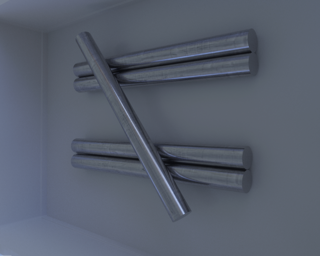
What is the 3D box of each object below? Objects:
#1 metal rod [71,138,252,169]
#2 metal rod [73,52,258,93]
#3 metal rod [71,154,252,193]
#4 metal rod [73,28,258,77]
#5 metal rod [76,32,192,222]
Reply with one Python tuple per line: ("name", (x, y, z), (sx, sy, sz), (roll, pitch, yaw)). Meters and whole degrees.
("metal rod", (-0.023, 0.030, 0.423), (0.300, 0.025, 0.025), (0, 90, 40))
("metal rod", (-0.018, -0.069, 0.419), (0.300, 0.025, 0.025), (1, 91, 40))
("metal rod", (-0.023, 0.056, 0.424), (0.300, 0.025, 0.025), (0, 90, 40))
("metal rod", (-0.018, -0.094, 0.420), (0.300, 0.025, 0.025), (1, 91, 40))
("metal rod", (-0.045, -0.018, 0.410), (0.025, 0.025, 0.299), (-45, 63, 31))
